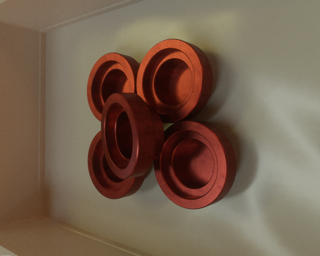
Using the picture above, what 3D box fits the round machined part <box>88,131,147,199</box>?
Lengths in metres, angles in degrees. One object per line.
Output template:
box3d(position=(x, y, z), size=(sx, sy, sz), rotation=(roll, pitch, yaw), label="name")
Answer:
box3d(position=(-0.054, 0.048, 0.436), size=(0.098, 0.042, 0.097), rotation=(0, 90, 39), label="round machined part")

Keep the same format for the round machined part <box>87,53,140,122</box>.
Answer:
box3d(position=(-0.056, -0.054, 0.437), size=(0.098, 0.042, 0.097), rotation=(0, 90, 39), label="round machined part")

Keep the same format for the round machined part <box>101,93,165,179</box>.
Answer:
box3d(position=(-0.030, 0.007, 0.361), size=(0.098, 0.042, 0.097), rotation=(14, 106, 56), label="round machined part")

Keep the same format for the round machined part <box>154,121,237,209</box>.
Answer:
box3d(position=(0.043, 0.040, 0.356), size=(0.098, 0.042, 0.097), rotation=(0, 90, 39), label="round machined part")

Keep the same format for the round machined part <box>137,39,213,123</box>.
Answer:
box3d(position=(0.021, -0.054, 0.374), size=(0.098, 0.042, 0.097), rotation=(0, 90, 39), label="round machined part")
